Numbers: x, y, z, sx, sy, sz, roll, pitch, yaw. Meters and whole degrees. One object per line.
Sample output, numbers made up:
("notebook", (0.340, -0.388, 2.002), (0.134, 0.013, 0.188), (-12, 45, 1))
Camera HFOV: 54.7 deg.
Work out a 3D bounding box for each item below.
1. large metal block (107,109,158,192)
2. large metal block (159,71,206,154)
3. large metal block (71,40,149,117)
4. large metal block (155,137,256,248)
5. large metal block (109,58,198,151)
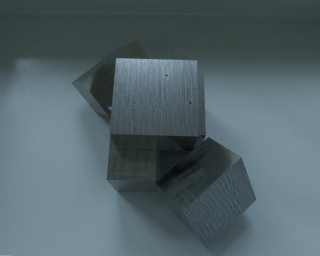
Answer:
("large metal block", (-0.029, 0.030, 0.368), (0.050, 0.080, 0.080), (1, 70, 0))
("large metal block", (0.025, -0.016, 0.384), (0.050, 0.080, 0.080), (1, 70, 0))
("large metal block", (-0.058, -0.062, 0.393), (0.080, 0.080, 0.050), (-41, 110, -14))
("large metal block", (0.053, 0.072, 0.345), (0.080, 0.080, 0.050), (-40, 40, -13))
("large metal block", (-0.004, -0.022, 0.317), (0.080, 0.050, 0.080), (2, 70, 0))
